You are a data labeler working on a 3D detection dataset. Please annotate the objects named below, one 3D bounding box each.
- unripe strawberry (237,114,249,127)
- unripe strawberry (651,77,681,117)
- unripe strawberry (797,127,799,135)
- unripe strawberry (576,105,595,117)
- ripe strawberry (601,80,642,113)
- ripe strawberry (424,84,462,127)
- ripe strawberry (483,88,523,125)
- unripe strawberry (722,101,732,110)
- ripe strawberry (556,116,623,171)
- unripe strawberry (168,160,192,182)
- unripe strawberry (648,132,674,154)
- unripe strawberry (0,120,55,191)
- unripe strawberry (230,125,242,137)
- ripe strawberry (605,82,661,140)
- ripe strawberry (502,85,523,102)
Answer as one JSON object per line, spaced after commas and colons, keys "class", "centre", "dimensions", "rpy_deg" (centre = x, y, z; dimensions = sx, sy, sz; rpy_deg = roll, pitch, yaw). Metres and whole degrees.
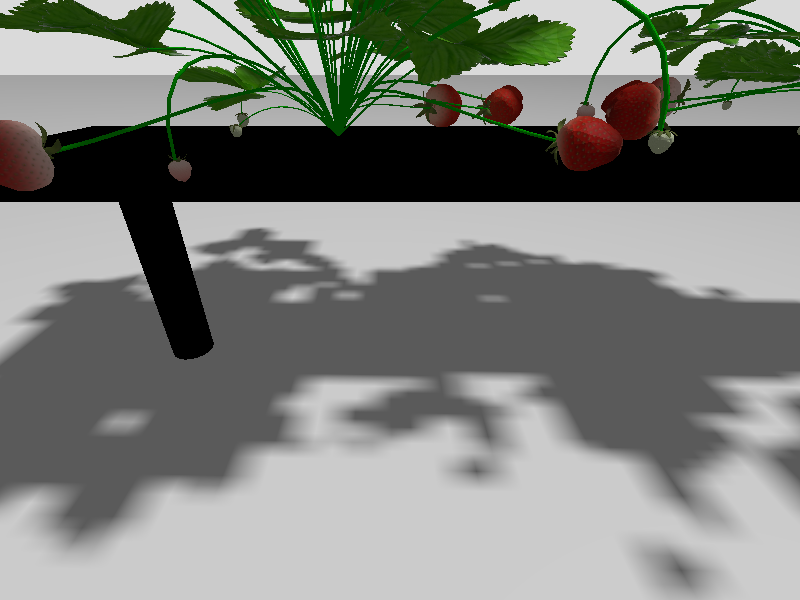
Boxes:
{"class": "unripe strawberry", "centre": [-0.144, -0.166, 0.369], "dimensions": [0.010, 0.011, 0.011], "rpy_deg": [16, 34, 24]}
{"class": "unripe strawberry", "centre": [0.266, -0.209, 0.414], "dimensions": [0.039, 0.039, 0.043], "rpy_deg": [23, 37, 34]}
{"class": "unripe strawberry", "centre": [0.320, -0.135, 0.316], "dimensions": [0.011, 0.011, 0.010], "rpy_deg": [-11, 31, -1]}
{"class": "unripe strawberry", "centre": [0.154, -0.154, 0.334], "dimensions": [0.015, 0.015, 0.014], "rpy_deg": [2, 31, 3]}
{"class": "ripe strawberry", "centre": [0.216, -0.190, 0.386], "dimensions": [0.040, 0.039, 0.037], "rpy_deg": [12, 33, 20]}
{"class": "ripe strawberry", "centre": [0.042, -0.183, 0.377], "dimensions": [0.037, 0.037, 0.035], "rpy_deg": [-20, 36, -31]}
{"class": "ripe strawberry", "centre": [0.094, -0.175, 0.364], "dimensions": [0.036, 0.031, 0.036], "rpy_deg": [-10, 32, -17]}
{"class": "unripe strawberry", "centre": [0.379, -0.225, 0.464], "dimensions": [0.009, 0.010, 0.010], "rpy_deg": [-4, 31, -6]}
{"class": "ripe strawberry", "centre": [0.099, -0.082, 0.210], "dimensions": [0.031, 0.027, 0.031], "rpy_deg": [24, 38, 34]}
{"class": "unripe strawberry", "centre": [-0.108, -0.063, 0.197], "dimensions": [0.009, 0.010, 0.011], "rpy_deg": [11, 32, 18]}
{"class": "unripe strawberry", "centre": [0.116, -0.070, 0.178], "dimensions": [0.010, 0.010, 0.009], "rpy_deg": [26, 40, 37]}
{"class": "unripe strawberry", "centre": [-0.175, -0.064, 0.179], "dimensions": [0.026, 0.030, 0.028], "rpy_deg": [21, 37, 31]}
{"class": "unripe strawberry", "centre": [-0.136, -0.140, 0.333], "dimensions": [0.010, 0.010, 0.009], "rpy_deg": [3, 31, 4]}
{"class": "ripe strawberry", "centre": [0.173, -0.141, 0.299], "dimensions": [0.037, 0.039, 0.034], "rpy_deg": [-3, 31, -4]}
{"class": "ripe strawberry", "centre": [0.120, -0.215, 0.435], "dimensions": [0.033, 0.032, 0.030], "rpy_deg": [-21, 37, -32]}
